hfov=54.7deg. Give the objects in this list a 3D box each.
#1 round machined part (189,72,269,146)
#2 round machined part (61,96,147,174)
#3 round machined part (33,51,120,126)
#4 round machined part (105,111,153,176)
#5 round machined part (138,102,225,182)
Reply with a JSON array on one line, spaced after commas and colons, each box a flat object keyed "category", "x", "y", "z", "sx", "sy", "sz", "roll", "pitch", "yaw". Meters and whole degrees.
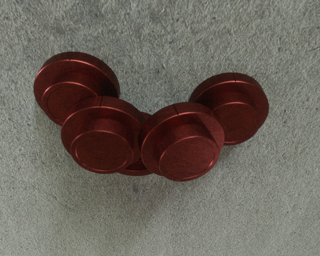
[{"category": "round machined part", "x": 0.086, "y": -0.016, "z": 0.384, "sx": 0.099, "sy": 0.042, "sz": 0.097, "roll": -1, "pitch": 130, "yaw": 0}, {"category": "round machined part", "x": -0.063, "y": 0.015, "z": 0.354, "sx": 0.099, "sy": 0.042, "sz": 0.097, "roll": -1, "pitch": 130, "yaw": 0}, {"category": "round machined part", "x": -0.098, "y": -0.036, "z": 0.364, "sx": 0.099, "sy": 0.042, "sz": 0.097, "roll": -1, "pitch": 130, "yaw": 0}, {"category": "round machined part", "x": -0.032, "y": 0.016, "z": 0.411, "sx": 0.099, "sy": 0.042, "sz": 0.097, "roll": -1, "pitch": 130, "yaw": 0}, {"category": "round machined part", "x": 0.027, "y": 0.022, "z": 0.348, "sx": 0.099, "sy": 0.042, "sz": 0.097, "roll": -9, "pitch": 130, "yaw": -10}]
